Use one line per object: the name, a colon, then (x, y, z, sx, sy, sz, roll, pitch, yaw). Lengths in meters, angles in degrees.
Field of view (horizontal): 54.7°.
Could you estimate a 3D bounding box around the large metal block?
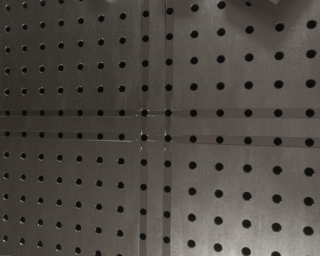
large metal block: (0.124, -0.187, 0.355, 0.080, 0.050, 0.080, 39, 102, 15)
